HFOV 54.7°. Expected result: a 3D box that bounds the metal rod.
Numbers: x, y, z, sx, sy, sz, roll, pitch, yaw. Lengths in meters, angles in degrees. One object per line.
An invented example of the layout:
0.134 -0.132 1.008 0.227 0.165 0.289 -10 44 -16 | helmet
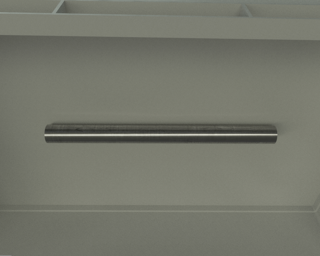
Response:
0.002 0.008 0.414 0.302 0.025 0.025 0 130 -1 | metal rod
